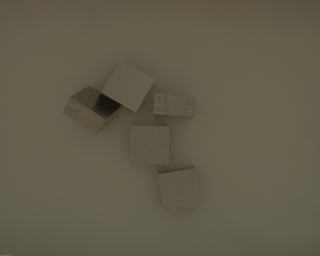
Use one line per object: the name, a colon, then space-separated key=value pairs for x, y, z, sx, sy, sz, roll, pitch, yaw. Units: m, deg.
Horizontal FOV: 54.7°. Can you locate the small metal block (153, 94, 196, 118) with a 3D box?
small metal block: x=0.018 y=-0.027 z=0.399 sx=0.050 sy=0.050 sz=0.025 roll=4 pitch=90 yaw=0

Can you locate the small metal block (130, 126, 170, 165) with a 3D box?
small metal block: x=-0.013 y=0.022 z=0.411 sx=0.050 sy=0.025 sz=0.050 roll=1 pitch=90 yaw=0

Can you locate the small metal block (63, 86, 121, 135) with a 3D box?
small metal block: x=-0.085 y=-0.024 z=0.395 sx=0.050 sy=0.050 sz=0.025 roll=33 pitch=117 yaw=0

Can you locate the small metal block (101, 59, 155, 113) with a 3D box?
small metal block: x=-0.043 y=-0.054 z=0.404 sx=0.050 sy=0.025 sz=0.050 roll=30 pitch=86 yaw=-13

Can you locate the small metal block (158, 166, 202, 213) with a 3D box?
small metal block: x=0.026 y=0.080 z=0.411 sx=0.050 sy=0.025 sz=0.050 roll=-10 pitch=90 yaw=0
